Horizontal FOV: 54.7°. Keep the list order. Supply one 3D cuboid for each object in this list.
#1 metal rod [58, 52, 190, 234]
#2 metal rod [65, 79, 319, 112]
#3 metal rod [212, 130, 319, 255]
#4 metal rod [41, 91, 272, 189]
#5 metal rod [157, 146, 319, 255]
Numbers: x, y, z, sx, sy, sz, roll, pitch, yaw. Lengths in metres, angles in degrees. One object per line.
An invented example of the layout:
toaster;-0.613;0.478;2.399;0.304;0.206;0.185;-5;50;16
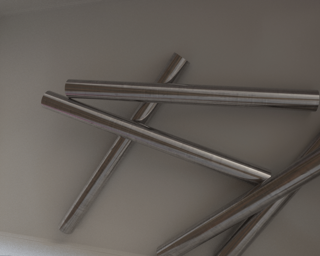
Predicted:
metal rod;-0.055;0.029;0.429;0.025;0.025;0.299;38;102;16
metal rod;0.028;-0.041;0.378;0.301;0.025;0.025;4;92;11
metal rod;0.157;0.053;0.354;0.025;0.025;0.299;39;102;15
metal rod;-0.013;0.011;0.392;0.301;0.025;0.025;20;97;10
metal rod;0.110;0.080;0.349;0.299;0.025;0.025;-40;78;24
